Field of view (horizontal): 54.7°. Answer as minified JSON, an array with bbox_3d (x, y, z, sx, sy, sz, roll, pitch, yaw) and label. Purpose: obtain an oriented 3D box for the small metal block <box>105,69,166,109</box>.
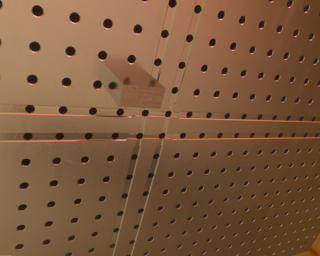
[{"bbox_3d":[-0.029,-0.045,0.353,0.050,0.050,0.025,1,118,-29],"label":"small metal block"}]
